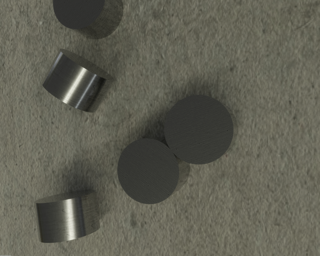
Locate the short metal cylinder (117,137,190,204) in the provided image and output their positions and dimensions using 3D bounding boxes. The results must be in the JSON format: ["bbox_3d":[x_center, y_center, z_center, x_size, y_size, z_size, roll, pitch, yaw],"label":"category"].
[{"bbox_3d":[-0.007,0.052,0.397,0.080,0.050,0.079,0,90,19],"label":"short metal cylinder"}]

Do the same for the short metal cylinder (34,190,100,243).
[{"bbox_3d":[-0.126,0.118,0.423,0.080,0.080,0.050,-9,87,19],"label":"short metal cylinder"}]

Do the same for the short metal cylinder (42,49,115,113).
[{"bbox_3d":[-0.109,-0.063,0.417,0.080,0.080,0.050,36,102,16],"label":"short metal cylinder"}]

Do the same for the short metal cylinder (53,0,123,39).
[{"bbox_3d":[-0.098,-0.170,0.429,0.080,0.050,0.079,0,90,19],"label":"short metal cylinder"}]

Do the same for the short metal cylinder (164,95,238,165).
[{"bbox_3d":[0.051,0.002,0.377,0.080,0.050,0.079,0,90,19],"label":"short metal cylinder"}]
